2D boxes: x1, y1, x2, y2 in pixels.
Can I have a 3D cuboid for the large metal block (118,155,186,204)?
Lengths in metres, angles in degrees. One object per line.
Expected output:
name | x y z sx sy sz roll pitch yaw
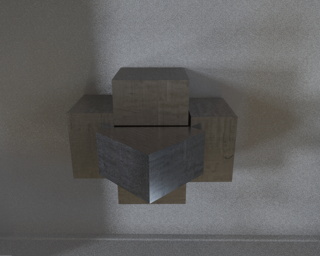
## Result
large metal block | -0.009 0.054 0.401 0.081 0.080 0.050 0 110 0

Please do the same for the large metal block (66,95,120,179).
large metal block | -0.075 0.008 0.383 0.050 0.080 0.079 0 110 0

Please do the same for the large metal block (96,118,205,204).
large metal block | -0.010 0.027 0.330 0.081 0.080 0.050 -19 117 -42

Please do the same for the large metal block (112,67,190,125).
large metal block | -0.010 -0.040 0.366 0.081 0.080 0.050 0 110 0

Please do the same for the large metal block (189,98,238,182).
large metal block | 0.058 0.012 0.383 0.050 0.080 0.079 0 110 -1
